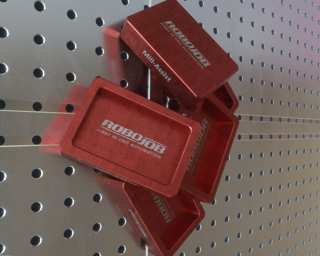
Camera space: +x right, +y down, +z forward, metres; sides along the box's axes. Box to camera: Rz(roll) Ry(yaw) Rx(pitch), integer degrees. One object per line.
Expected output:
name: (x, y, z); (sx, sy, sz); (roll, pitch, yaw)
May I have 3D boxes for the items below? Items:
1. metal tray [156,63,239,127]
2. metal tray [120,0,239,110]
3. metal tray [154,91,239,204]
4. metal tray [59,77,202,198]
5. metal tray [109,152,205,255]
metal tray: (0.060, -0.054, 0.458); (0.090, 0.030, 0.130); (-51, 120, -28)
metal tray: (0.026, -0.096, 0.390); (0.130, 0.030, 0.091); (49, 56, 5)
metal tray: (0.053, 0.024, 0.413); (0.090, 0.030, 0.130); (36, 68, -35)
metal tray: (-0.030, 0.012, 0.342); (0.131, 0.030, 0.090); (24, 72, -6)
metal tray: (0.002, 0.095, 0.409); (0.091, 0.030, 0.129); (-40, 115, -33)
